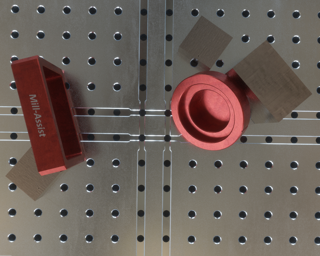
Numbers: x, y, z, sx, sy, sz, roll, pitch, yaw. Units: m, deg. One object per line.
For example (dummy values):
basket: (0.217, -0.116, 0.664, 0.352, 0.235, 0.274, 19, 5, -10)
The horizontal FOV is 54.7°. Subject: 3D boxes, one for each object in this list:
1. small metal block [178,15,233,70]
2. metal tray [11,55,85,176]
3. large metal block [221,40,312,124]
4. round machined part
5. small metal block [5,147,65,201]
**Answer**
small metal block: (0.060, -0.112, 0.414, 0.050, 0.025, 0.050, 35, 90, -1)
metal tray: (-0.132, -0.014, 0.379, 0.030, 0.090, 0.129, -14, 90, 0)
large metal block: (0.126, -0.052, 0.387, 0.050, 0.080, 0.080, -40, 91, -1)
round machined part: (0.066, -0.024, 0.389, 0.098, 0.042, 0.097, 17, 121, 31)
small metal block: (-0.164, 0.059, 0.411, 0.050, 0.025, 0.050, 41, 90, -1)
